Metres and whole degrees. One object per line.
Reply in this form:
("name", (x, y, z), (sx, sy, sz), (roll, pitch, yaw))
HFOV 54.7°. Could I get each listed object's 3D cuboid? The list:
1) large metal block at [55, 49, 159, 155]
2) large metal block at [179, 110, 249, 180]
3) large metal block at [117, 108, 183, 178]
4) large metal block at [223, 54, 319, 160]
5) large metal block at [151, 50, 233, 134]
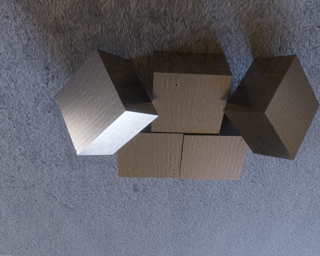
("large metal block", (-0.061, -0.025, 0.341), (0.080, 0.080, 0.050), (-39, 155, 28))
("large metal block", (0.067, 0.023, 0.411), (0.081, 0.050, 0.079), (1, 130, -2))
("large metal block", (-0.014, 0.020, 0.408), (0.081, 0.050, 0.079), (1, 130, -2))
("large metal block", (0.127, -0.023, 0.347), (0.050, 0.080, 0.080), (8, 147, 51))
("large metal block", (0.032, -0.041, 0.358), (0.081, 0.050, 0.079), (2, 130, -2))
